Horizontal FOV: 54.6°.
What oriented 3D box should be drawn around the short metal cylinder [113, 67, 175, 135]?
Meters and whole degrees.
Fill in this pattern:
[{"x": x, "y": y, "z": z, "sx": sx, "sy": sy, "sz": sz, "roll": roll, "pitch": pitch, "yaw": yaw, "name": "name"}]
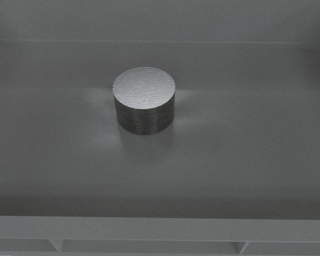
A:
[{"x": -0.020, "y": -0.037, "z": 0.418, "sx": 0.080, "sy": 0.050, "sz": 0.080, "roll": 0, "pitch": 50, "yaw": 0, "name": "short metal cylinder"}]
